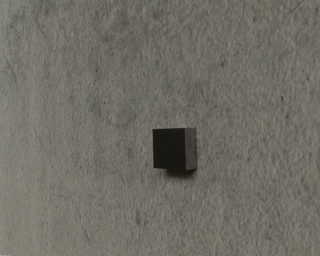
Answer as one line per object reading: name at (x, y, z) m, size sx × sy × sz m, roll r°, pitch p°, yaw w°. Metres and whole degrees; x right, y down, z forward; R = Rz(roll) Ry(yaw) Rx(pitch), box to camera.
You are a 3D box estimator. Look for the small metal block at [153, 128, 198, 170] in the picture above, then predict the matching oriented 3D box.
small metal block at (0.019, 0.025, 0.388) m, size 0.050 × 0.025 × 0.050 m, roll -2°, pitch 89°, yaw 39°
